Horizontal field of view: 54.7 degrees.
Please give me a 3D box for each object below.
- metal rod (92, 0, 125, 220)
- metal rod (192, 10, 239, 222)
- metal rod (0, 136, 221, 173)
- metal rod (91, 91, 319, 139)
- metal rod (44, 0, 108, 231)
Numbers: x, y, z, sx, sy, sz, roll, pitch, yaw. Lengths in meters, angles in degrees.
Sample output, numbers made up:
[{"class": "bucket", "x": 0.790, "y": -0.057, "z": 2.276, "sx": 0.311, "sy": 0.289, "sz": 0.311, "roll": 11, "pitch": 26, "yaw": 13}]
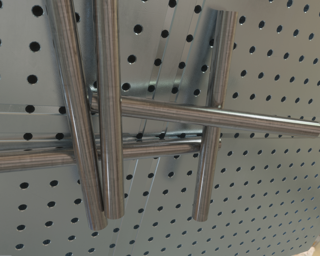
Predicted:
[{"class": "metal rod", "x": -0.053, "y": -0.035, "z": 0.327, "sx": 0.025, "sy": 0.025, "sz": 0.298, "roll": -9, "pitch": 112, "yaw": -24}, {"class": "metal rod", "x": 0.072, "y": -0.002, "z": 0.425, "sx": 0.025, "sy": 0.025, "sz": 0.298, "roll": -6, "pitch": 113, "yaw": -26}, {"class": "metal rod", "x": -0.048, "y": 0.030, "z": 0.405, "sx": 0.303, "sy": 0.025, "sz": 0.025, "roll": -3, "pitch": 120, "yaw": -28}, {"class": "metal rod", "x": 0.068, "y": -0.014, "z": 0.390, "sx": 0.302, "sy": 0.025, "sz": 0.025, "roll": 6, "pitch": 116, "yaw": -14}, {"class": "metal rod", "x": -0.087, "y": -0.012, "z": 0.333, "sx": 0.025, "sy": 0.025, "sz": 0.298, "roll": -14, "pitch": 117, "yaw": -21}]
